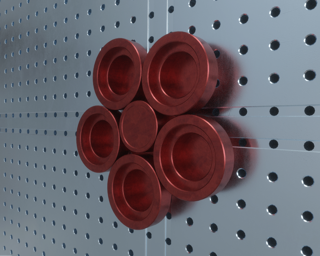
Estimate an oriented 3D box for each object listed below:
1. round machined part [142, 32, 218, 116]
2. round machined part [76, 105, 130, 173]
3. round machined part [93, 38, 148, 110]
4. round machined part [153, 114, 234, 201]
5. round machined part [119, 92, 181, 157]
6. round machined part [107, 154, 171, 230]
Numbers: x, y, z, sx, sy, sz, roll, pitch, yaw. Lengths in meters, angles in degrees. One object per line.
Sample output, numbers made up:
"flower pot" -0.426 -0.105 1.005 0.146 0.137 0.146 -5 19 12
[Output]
"round machined part" 0.028 -0.063 0.376 0.098 0.042 0.097 0 90 40
"round machined part" -0.079 0.016 0.464 0.098 0.042 0.097 0 90 40
"round machined part" -0.048 -0.074 0.439 0.098 0.042 0.097 0 90 40
"round machined part" 0.042 0.033 0.364 0.098 0.042 0.097 0 90 40
"round machined part" -0.016 -0.002 0.412 0.098 0.042 0.097 0 90 40
"round machined part" -0.023 0.082 0.418 0.098 0.042 0.097 0 90 40
